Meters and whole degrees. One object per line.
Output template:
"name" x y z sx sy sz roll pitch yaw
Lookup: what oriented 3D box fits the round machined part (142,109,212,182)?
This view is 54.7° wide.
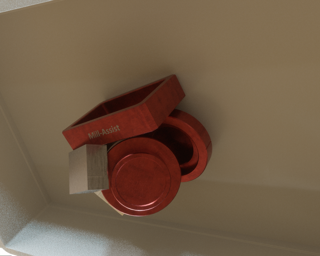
"round machined part" 0.020 0.018 0.397 0.098 0.042 0.097 13 124 20

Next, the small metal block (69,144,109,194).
"small metal block" -0.084 0.049 0.360 0.050 0.025 0.050 -23 68 49

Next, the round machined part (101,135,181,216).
"round machined part" -0.023 0.059 0.368 0.099 0.042 0.097 -1 96 -6

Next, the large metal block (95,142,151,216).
"large metal block" -0.053 0.059 0.435 0.080 0.080 0.050 39 129 1

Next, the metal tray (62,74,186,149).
"metal tray" -0.044 -0.017 0.375 0.130 0.090 0.030 -16 111 34
